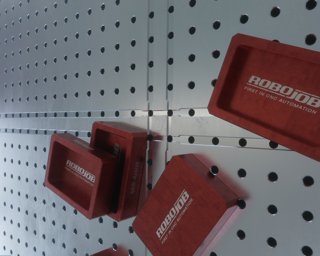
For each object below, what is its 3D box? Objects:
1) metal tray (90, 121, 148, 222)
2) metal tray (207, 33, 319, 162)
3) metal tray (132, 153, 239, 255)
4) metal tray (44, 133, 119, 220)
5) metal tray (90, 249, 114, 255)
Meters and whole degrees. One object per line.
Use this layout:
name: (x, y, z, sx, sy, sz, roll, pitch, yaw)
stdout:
metal tray: (-0.070, 0.061, 0.464, 0.090, 0.030, 0.129, 16, 100, 39)
metal tray: (0.119, -0.034, 0.307, 0.130, 0.030, 0.089, 28, 108, 36)
metal tray: (0.026, 0.108, 0.386, 0.090, 0.030, 0.129, 43, 116, 31)
metal tray: (-0.123, 0.068, 0.469, 0.130, 0.030, 0.089, 20, 103, 38)
metal tray: (-0.083, 0.268, 0.476, 0.090, 0.030, 0.129, 26, 106, 37)
